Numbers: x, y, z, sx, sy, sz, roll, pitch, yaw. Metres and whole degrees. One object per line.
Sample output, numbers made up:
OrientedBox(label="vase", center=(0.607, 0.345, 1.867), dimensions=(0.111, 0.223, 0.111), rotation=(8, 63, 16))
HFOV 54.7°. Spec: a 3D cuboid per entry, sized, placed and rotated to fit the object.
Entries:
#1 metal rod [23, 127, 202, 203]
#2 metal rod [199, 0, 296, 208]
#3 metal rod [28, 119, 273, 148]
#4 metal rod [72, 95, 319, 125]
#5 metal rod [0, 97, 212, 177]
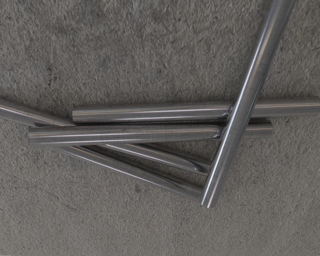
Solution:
OrientedBox(label="metal rod", center=(-0.044, 0.061, 0.457), dimensions=(0.302, 0.025, 0.025), rotation=(23, 126, -19))
OrientedBox(label="metal rod", center=(0.095, -0.023, 0.357), dimensions=(0.025, 0.025, 0.298), rotation=(8, 120, -7))
OrientedBox(label="metal rod", center=(-0.007, 0.006, 0.393), dimensions=(0.302, 0.025, 0.025), rotation=(-2, 130, -6))
OrientedBox(label="metal rod", center=(0.044, -0.022, 0.388), dimensions=(0.302, 0.025, 0.025), rotation=(-2, 130, 1))
OrientedBox(label="metal rod", center=(-0.066, 0.016, 0.420), dimensions=(0.302, 0.025, 0.025), rotation=(17, 128, -15))
